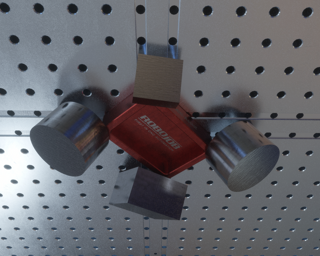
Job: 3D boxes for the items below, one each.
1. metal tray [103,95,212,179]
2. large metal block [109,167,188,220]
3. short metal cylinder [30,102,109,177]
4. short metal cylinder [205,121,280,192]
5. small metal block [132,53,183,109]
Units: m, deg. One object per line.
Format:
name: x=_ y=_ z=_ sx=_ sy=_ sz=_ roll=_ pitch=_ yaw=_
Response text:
metal tray: x=-0.001 y=0.010 z=0.415 sx=0.090 sy=0.030 sz=0.130 roll=-34 pitch=123 yaw=25
large metal block: x=-0.019 y=0.099 z=0.456 sx=0.080 sy=0.050 sz=0.080 roll=24 pitch=157 yaw=-20
short metal cylinder: x=-0.112 y=0.014 z=0.386 sx=0.080 sy=0.050 sz=0.079 roll=17 pitch=134 yaw=19
short metal cylinder: x=0.108 y=0.038 z=0.408 sx=0.081 sy=0.050 sz=0.079 roll=-18 pitch=134 yaw=-20
small metal block: x=-0.003 y=-0.052 z=0.347 sx=0.050 sy=0.050 sz=0.025 roll=7 pitch=168 yaw=-6
